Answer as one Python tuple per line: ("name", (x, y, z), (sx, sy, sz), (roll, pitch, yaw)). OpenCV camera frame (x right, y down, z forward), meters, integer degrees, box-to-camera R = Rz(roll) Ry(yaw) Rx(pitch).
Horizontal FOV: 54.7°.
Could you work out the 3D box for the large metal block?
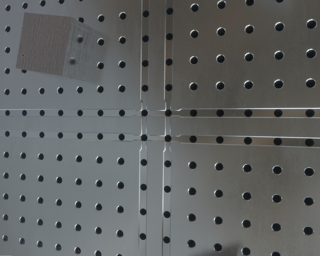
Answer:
("large metal block", (-0.154, -0.117, 0.452), (0.080, 0.050, 0.079), (12, 94, 19))
